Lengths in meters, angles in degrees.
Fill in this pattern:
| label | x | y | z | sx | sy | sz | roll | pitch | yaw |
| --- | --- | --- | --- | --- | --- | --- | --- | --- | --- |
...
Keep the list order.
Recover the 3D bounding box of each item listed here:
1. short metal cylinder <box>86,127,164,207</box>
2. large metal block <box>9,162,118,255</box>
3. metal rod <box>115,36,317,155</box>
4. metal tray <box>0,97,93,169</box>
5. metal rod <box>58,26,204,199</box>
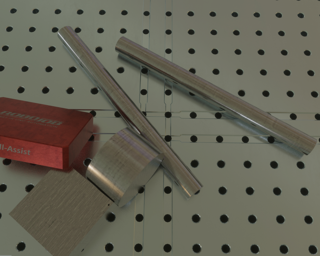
| label | x | y | z | sx | sy | sz | roll | pitch | yaw |
| --- | --- | --- | --- | --- | --- | --- | --- | --- | --- |
| short metal cylinder | -0.040 | 0.046 | 0.365 | 0.050 | 0.080 | 0.080 | 38 | 74 | 13 |
| large metal block | -0.108 | 0.096 | 0.362 | 0.080 | 0.050 | 0.080 | 37 | 74 | 12 |
| metal rod | 0.070 | -0.049 | 0.430 | 0.301 | 0.025 | 0.025 | 30 | 73 | 10 |
| metal tray | -0.158 | 0.002 | 0.378 | 0.131 | 0.030 | 0.090 | 10 | 28 | 3 |
| metal rod | -0.048 | -0.031 | 0.422 | 0.025 | 0.025 | 0.300 | -37 | 74 | -12 |
